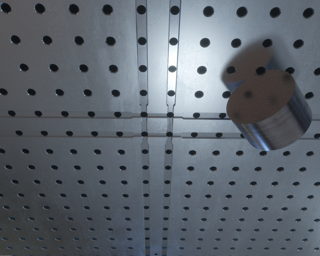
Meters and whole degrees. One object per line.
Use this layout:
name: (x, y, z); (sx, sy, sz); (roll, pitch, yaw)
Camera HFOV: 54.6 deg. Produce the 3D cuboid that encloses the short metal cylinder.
short metal cylinder: (0.125, -0.021, 0.359); (0.080, 0.080, 0.050); (-30, 124, 23)
